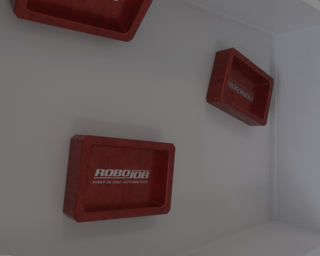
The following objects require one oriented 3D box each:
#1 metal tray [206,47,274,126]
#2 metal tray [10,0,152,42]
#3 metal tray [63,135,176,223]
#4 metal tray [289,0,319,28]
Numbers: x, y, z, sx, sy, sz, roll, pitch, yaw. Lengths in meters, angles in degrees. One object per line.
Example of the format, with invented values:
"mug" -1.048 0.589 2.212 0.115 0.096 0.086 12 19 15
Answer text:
"metal tray" 0.138 -0.064 0.518 0.131 0.030 0.090 22 76 -38
"metal tray" -0.069 -0.142 0.307 0.131 0.089 0.030 1 48 -40
"metal tray" -0.042 0.058 0.367 0.131 0.030 0.089 8 85 -40
"metal tray" 0.333 -0.265 0.616 0.090 0.130 0.030 60 42 -24
